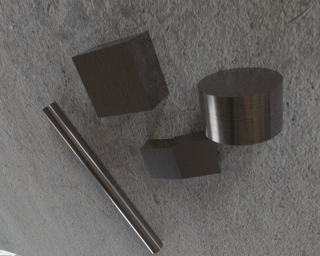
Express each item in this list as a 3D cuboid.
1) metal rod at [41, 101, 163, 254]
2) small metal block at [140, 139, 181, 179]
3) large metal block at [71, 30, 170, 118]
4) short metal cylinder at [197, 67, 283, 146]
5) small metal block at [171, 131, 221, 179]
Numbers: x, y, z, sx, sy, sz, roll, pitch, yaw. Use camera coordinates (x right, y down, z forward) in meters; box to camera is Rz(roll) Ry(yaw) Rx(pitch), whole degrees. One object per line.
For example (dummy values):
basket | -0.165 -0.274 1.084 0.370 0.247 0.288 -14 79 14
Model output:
metal rod | -0.088 0.087 0.504 0.025 0.025 0.299 -25 105 36
small metal block | 0.007 0.043 0.428 0.050 0.025 0.050 -4 117 30
large metal block | -0.046 -0.063 0.374 0.080 0.050 0.080 -6 116 30
short metal cylinder | 0.081 -0.024 0.313 0.080 0.080 0.050 3 120 26
small metal block | 0.047 0.034 0.394 0.050 0.025 0.050 -12 113 16
